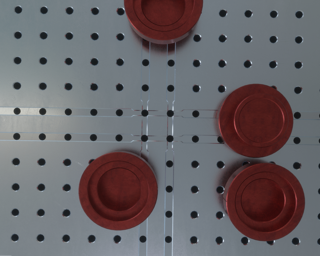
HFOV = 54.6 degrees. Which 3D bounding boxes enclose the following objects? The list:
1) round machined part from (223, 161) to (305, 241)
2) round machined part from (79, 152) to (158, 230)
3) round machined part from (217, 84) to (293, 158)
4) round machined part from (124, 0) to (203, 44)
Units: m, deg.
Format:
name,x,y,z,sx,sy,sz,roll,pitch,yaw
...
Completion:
name,x,y,z,sx,sy,sz,roll,pitch,yaw
round machined part,0.131,0.092,0.406,0.099,0.042,0.097,0,90,0
round machined part,-0.052,0.078,0.405,0.099,0.042,0.097,0,90,0
round machined part,0.126,-0.010,0.406,0.099,0.042,0.097,0,90,0
round machined part,0.004,-0.158,0.405,0.099,0.042,0.097,0,90,0
